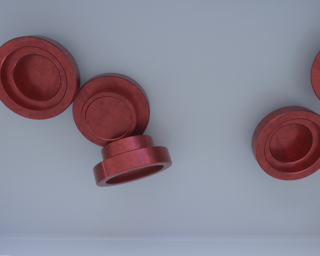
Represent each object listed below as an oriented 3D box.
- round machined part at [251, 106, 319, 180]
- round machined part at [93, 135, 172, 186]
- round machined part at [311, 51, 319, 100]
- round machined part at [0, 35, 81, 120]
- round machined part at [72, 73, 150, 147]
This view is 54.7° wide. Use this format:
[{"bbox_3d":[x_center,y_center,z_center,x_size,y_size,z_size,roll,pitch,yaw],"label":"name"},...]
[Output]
[{"bbox_3d":[0.170,0.017,0.411,0.099,0.042,0.097,0,110,-1],"label":"round machined part"},{"bbox_3d":[-0.037,0.040,0.397,0.098,0.098,0.042,-19,74,6],"label":"round machined part"},{"bbox_3d":[0.235,-0.067,0.366,0.098,0.042,0.097,10,111,28],"label":"round machined part"},{"bbox_3d":[-0.146,-0.063,0.377,0.099,0.042,0.097,0,110,-1],"label":"round machined part"},{"bbox_3d":[-0.062,-0.018,0.395,0.099,0.042,0.097,0,110,-1],"label":"round machined part"}]
